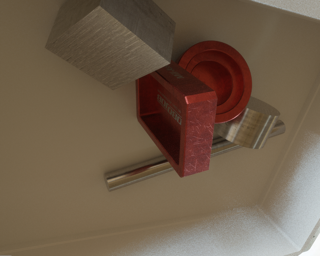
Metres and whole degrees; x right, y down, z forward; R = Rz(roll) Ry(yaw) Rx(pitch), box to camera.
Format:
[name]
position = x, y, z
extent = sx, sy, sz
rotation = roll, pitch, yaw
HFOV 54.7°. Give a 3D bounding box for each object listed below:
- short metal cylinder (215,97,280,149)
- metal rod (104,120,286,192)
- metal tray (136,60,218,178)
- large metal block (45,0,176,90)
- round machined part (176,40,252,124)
[short metal cylinder]
position = 0.118, -0.013, 0.432
extent = 0.081, 0.080, 0.050
rotation = 5, 116, -31
[metal rod]
position = 0.065, 0.036, 0.468
extent = 0.302, 0.025, 0.025
rotation = -16, 125, -20
[metal tray]
position = 0.010, -0.020, 0.335
extent = 0.030, 0.130, 0.089
rotation = -12, 124, -21
[large metal block]
position = -0.044, -0.087, 0.289
extent = 0.080, 0.050, 0.080
rotation = -17, 144, 40
[round machined part]
position = 0.058, -0.053, 0.380
extent = 0.099, 0.042, 0.097
rotation = 1, 88, -16
